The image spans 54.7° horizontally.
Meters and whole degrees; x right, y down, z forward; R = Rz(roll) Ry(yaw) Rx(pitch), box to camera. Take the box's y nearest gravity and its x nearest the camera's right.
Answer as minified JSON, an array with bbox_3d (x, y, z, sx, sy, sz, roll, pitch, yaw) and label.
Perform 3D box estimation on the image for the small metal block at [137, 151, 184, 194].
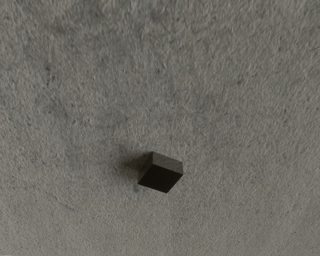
[{"bbox_3d":[0.000,0.068,0.465,0.050,0.025,0.050,22,127,-18],"label":"small metal block"}]
